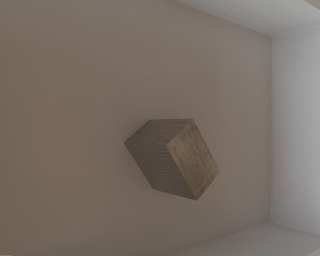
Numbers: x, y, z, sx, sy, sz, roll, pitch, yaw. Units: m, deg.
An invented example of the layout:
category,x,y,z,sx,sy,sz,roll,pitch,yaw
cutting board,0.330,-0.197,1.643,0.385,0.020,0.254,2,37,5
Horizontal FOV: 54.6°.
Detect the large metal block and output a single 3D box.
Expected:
category,x,y,z,sx,sy,sz,roll,pitch,yaw
large metal block,0.014,0.036,0.382,0.050,0.080,0.080,-44,117,-31
